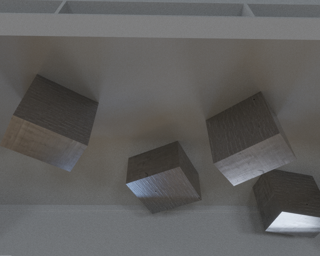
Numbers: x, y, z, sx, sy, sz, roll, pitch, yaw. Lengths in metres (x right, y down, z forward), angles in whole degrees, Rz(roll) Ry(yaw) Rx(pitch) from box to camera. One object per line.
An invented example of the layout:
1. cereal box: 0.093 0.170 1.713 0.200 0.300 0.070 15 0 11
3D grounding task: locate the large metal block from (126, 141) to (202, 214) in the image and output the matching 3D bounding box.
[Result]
1. large metal block: 0.007 0.075 0.456 0.080 0.050 0.080 -20 127 16

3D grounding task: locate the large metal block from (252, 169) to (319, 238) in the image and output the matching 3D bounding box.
1. large metal block: 0.198 0.113 0.471 0.081 0.080 0.050 11 129 -10

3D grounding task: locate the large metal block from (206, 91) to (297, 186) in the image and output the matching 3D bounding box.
1. large metal block: 0.109 0.013 0.385 0.080 0.080 0.050 -29 124 22

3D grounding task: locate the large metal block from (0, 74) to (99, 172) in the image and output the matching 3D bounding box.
1. large metal block: -0.126 -0.007 0.366 0.080 0.080 0.050 26 126 -20
